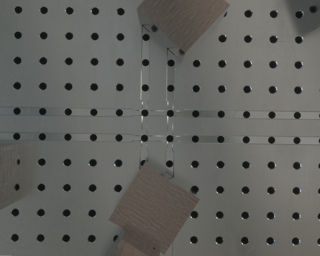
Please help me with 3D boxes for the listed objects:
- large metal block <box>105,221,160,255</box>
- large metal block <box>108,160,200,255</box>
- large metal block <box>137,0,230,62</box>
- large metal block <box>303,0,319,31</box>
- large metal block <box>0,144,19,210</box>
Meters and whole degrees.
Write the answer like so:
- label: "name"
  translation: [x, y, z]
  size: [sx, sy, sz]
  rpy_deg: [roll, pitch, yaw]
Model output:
- label: "large metal block"
  translation: [-0.043, 0.171, 0.386]
  size: [0.050, 0.080, 0.080]
  rpy_deg: [32, 90, 0]
- label: "large metal block"
  translation: [-0.007, 0.099, 0.401]
  size: [0.080, 0.050, 0.080]
  rpy_deg: [32, 90, 0]
- label: "large metal block"
  translation: [0.028, -0.147, 0.401]
  size: [0.080, 0.050, 0.080]
  rpy_deg: [43, 90, 0]
- label: "large metal block"
  translation: [0.235, -0.186, 0.402]
  size: [0.080, 0.050, 0.080]
  rpy_deg: [-21, 90, 0]
- label: "large metal block"
  translation: [-0.235, 0.059, 0.400]
  size: [0.080, 0.050, 0.080]
  rpy_deg: [3, 90, 0]
